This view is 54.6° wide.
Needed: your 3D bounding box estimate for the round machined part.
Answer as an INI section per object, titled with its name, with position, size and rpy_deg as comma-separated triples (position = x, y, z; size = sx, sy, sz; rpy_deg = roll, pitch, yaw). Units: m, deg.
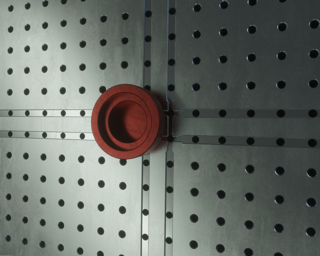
[round machined part]
position = -0.039, -0.008, 0.418
size = 0.098, 0.042, 0.097
rpy_deg = 0, 90, 20
